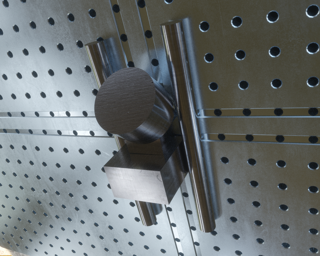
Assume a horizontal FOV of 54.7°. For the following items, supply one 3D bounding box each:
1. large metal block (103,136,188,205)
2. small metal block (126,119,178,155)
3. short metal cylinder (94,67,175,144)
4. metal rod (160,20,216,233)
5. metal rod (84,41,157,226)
[{"bbox_3d":[-0.013,0.051,0.411,0.080,0.080,0.050,1,119,28],"label":"large metal block"},{"bbox_3d":[-0.010,0.010,0.406,0.050,0.050,0.025,1,119,27],"label":"small metal block"},{"bbox_3d":[-0.030,-0.025,0.368,0.080,0.050,0.080,-8,71,25],"label":"short metal cylinder"},{"bbox_3d":[0.042,0.017,0.400,0.025,0.025,0.298,2,119,27],"label":"metal rod"},{"bbox_3d":[-0.050,0.024,0.452,0.025,0.025,0.298,1,119,28],"label":"metal rod"}]
